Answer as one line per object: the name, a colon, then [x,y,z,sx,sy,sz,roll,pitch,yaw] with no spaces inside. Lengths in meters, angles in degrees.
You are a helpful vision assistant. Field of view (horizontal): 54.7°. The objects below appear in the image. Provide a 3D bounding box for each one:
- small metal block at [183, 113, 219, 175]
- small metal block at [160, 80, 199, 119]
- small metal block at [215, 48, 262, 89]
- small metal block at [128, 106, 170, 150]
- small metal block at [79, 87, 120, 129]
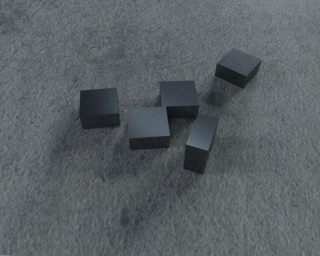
small metal block: [0.049,0.019,0.371,0.025,0.050,0.050,16,52,13]
small metal block: [0.026,-0.040,0.438,0.050,0.025,0.050,-2,50,-2]
small metal block: [0.122,-0.094,0.484,0.050,0.025,0.050,31,56,23]
small metal block: [-0.015,0.000,0.403,0.050,0.025,0.050,-4,50,-4]
small metal block: [-0.082,-0.028,0.425,0.050,0.025,0.050,-6,50,-6]
